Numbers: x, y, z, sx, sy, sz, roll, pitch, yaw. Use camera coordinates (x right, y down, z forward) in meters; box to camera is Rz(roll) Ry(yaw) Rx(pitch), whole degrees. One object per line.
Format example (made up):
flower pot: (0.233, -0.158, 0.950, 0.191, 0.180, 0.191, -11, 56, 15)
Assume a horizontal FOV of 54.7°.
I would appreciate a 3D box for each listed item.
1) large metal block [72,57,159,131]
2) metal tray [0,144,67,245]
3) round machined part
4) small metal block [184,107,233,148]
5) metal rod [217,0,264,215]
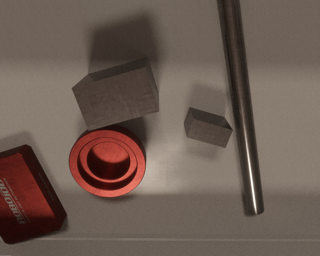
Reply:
large metal block: (-0.047, -0.043, 0.365, 0.080, 0.080, 0.050, -15, 110, 5)
metal tray: (-0.203, 0.097, 0.441, 0.090, 0.030, 0.129, -18, 109, 6)
round machined part: (-0.067, 0.040, 0.416, 0.099, 0.042, 0.097, 0, 110, -1)
small metal block: (0.060, -0.002, 0.398, 0.050, 0.050, 0.025, 16, 109, -6)
metal rod: (0.109, -0.016, 0.407, 0.025, 0.025, 0.298, -12, 110, 4)
